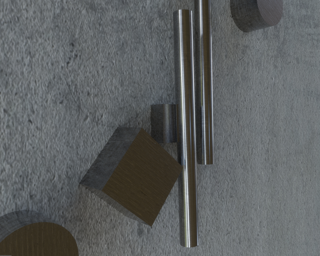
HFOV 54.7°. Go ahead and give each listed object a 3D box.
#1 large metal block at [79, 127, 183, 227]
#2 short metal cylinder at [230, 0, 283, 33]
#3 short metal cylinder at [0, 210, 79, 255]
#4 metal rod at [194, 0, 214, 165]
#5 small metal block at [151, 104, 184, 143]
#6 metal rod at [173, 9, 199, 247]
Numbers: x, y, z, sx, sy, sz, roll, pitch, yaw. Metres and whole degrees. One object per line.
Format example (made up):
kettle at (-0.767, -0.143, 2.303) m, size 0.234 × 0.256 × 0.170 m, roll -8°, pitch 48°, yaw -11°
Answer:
large metal block at (-0.031, 0.055, 0.363) m, size 0.080 × 0.050 × 0.080 m, roll 46°, pitch 63°, yaw -31°
short metal cylinder at (0.165, -0.208, 0.525) m, size 0.081 × 0.050 × 0.080 m, roll 0°, pitch 90°, yaw -40°
short metal cylinder at (-0.124, 0.121, 0.285) m, size 0.081 × 0.050 × 0.080 m, roll 0°, pitch 90°, yaw -40°
metal rod at (0.065, -0.096, 0.458) m, size 0.025 × 0.025 × 0.298 m, roll -2°, pitch 92°, yaw -40°
small metal block at (0.015, -0.006, 0.417) m, size 0.050 × 0.025 × 0.050 m, roll -2°, pitch 91°, yaw -40°
metal rod at (0.034, 0.002, 0.400) m, size 0.025 × 0.025 × 0.298 m, roll -3°, pitch 93°, yaw -40°
